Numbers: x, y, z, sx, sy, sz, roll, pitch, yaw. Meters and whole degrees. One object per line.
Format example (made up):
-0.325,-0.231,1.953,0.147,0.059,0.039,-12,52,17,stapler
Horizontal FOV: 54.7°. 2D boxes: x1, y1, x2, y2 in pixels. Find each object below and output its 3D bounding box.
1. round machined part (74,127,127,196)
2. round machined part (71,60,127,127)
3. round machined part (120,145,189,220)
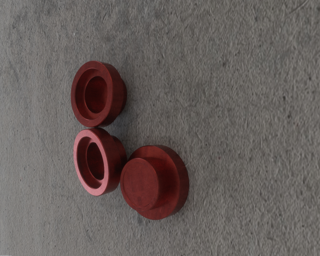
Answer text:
-0.085,0.047,0.457,0.098,0.042,0.097,12,106,46,round machined part
-0.088,-0.049,0.467,0.098,0.042,0.097,0,90,40,round machined part
-0.014,0.071,0.406,0.098,0.042,0.097,0,90,40,round machined part
